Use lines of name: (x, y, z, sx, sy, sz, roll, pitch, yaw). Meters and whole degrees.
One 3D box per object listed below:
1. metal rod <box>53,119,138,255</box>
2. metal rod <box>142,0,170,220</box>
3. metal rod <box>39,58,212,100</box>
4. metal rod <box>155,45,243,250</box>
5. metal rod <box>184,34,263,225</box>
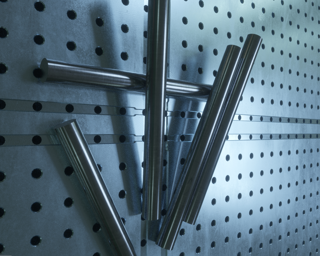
metal rod: (-0.051, 0.130, 0.368, 0.025, 0.025, 0.298, -32, 110, -36)
metal rod: (-0.005, -0.032, 0.376, 0.025, 0.025, 0.298, -7, 103, -40)
metal rod: (-0.002, -0.056, 0.409, 0.302, 0.025, 0.025, 1, 90, -40)
metal rod: (0.058, 0.021, 0.438, 0.025, 0.025, 0.299, 27, 80, -37)
metal rod: (0.093, -0.003, 0.464, 0.025, 0.025, 0.299, 28, 80, -37)
